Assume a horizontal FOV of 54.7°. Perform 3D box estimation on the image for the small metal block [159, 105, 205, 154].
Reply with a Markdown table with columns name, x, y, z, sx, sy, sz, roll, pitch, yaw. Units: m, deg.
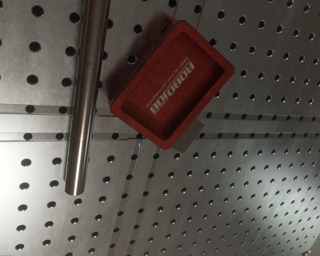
| name | x | y | z | sx | sy | sz | roll | pitch | yaw |
| --- | --- | --- | --- | --- | --- | --- | --- | --- | --- |
| small metal block | 0.025 | 0.001 | 0.427 | 0.050 | 0.025 | 0.050 | 27 | 103 | -38 |

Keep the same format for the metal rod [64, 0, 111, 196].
| name | x | y | z | sx | sy | sz | roll | pitch | yaw |
| --- | --- | --- | --- | --- | --- | --- | --- | --- | --- |
| metal rod | -0.079 | -0.051 | 0.337 | 0.025 | 0.025 | 0.298 | -1 | 119 | -28 |

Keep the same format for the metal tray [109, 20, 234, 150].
| name | x | y | z | sx | sy | sz | roll | pitch | yaw |
| --- | --- | --- | --- | --- | --- | --- | --- | --- | --- |
| metal tray | 0.013 | -0.049 | 0.369 | 0.090 | 0.030 | 0.130 | 37 | 97 | -21 |
